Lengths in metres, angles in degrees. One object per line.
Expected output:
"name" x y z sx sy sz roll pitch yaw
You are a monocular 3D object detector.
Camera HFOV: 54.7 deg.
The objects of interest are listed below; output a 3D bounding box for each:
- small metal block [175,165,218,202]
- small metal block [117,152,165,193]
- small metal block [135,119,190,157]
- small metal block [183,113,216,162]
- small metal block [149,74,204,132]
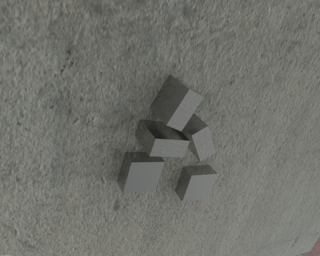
"small metal block" 0.058 0.088 0.495 0.050 0.025 0.050 1 118 -30
"small metal block" -0.027 0.061 0.432 0.050 0.025 0.050 3 117 -30
"small metal block" 0.002 0.013 0.402 0.050 0.050 0.025 5 116 -31
"small metal block" 0.047 0.009 0.424 0.025 0.050 0.050 -30 129 -10
"small metal block" 0.019 -0.032 0.383 0.025 0.050 0.050 23 106 -37
